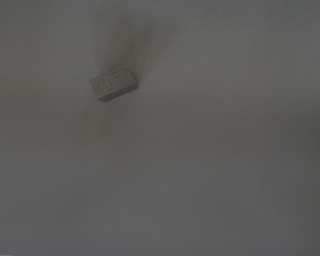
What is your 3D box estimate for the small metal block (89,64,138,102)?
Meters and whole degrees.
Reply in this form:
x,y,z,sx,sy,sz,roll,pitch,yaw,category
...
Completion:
x,y,z,sx,sy,sz,roll,pitch,yaw,category
-0.058,-0.056,0.399,0.050,0.050,0.025,-23,90,0,small metal block
